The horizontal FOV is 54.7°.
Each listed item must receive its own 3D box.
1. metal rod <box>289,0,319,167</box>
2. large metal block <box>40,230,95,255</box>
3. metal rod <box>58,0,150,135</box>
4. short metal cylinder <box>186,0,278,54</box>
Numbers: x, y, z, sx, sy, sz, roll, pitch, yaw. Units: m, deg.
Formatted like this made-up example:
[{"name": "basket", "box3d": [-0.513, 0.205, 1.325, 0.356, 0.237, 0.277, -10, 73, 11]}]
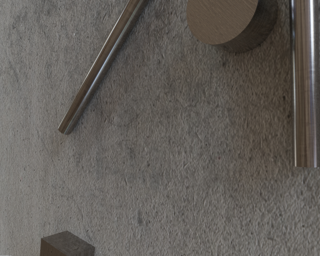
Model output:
[{"name": "metal rod", "box3d": [0.136, -0.114, 0.292, 0.025, 0.025, 0.298, -2, 89, 40]}, {"name": "large metal block", "box3d": [-0.157, 0.230, 0.519, 0.080, 0.050, 0.079, 10, 96, 39]}, {"name": "metal rod", "box3d": [-0.086, -0.103, 0.475, 0.025, 0.025, 0.298, 52, 120, 27]}, {"name": "short metal cylinder", "box3d": [0.075, -0.123, 0.326, 0.080, 0.050, 0.079, 0, 90, 40]}]
